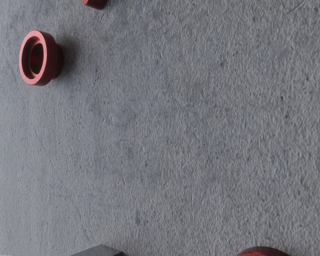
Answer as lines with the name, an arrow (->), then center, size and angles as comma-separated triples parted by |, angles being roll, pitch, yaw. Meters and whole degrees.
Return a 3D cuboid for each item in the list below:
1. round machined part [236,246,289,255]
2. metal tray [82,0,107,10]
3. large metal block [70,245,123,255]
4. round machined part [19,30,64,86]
round machined part -> 0.103, 0.174, 0.308 | 0.098, 0.042, 0.097 | 0, 90, 39
metal tray -> -0.113, -0.264, 0.491 | 0.090, 0.030, 0.130 | -50, 61, 28
large metal block -> -0.101, 0.226, 0.450 | 0.050, 0.081, 0.079 | -1, 89, 40
round machined part -> -0.214, -0.125, 0.567 | 0.098, 0.042, 0.097 | 0, 90, 39
